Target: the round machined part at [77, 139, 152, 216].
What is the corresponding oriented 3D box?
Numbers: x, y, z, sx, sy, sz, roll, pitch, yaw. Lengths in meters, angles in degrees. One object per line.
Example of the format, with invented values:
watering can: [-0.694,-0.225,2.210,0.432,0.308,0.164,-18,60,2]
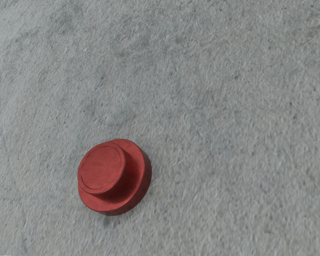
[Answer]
round machined part: [-0.063,0.057,0.390,0.098,0.042,0.098,-13,56,20]
